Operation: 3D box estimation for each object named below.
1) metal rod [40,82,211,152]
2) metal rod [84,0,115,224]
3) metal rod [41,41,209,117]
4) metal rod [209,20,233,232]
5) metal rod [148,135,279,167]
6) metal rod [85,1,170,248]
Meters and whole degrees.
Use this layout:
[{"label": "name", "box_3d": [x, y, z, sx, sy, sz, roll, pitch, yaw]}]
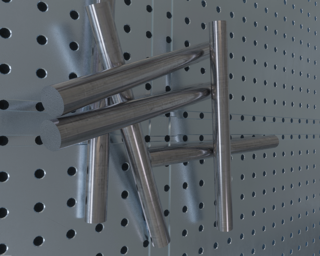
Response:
[{"label": "metal rod", "box_3d": [0.000, -0.027, 0.357, 0.302, 0.025, 0.025, -22, 104, -54]}, {"label": "metal rod", "box_3d": [-0.067, -0.046, 0.351, 0.025, 0.025, 0.298, 3, 88, -40]}, {"label": "metal rod", "box_3d": [-0.003, -0.070, 0.354, 0.302, 0.025, 0.025, -33, 111, -52]}, {"label": "metal rod", "box_3d": [0.088, 0.004, 0.443, 0.025, 0.025, 0.298, -11, 102, -39]}, {"label": "metal rod", "box_3d": [0.097, 0.032, 0.489, 0.302, 0.025, 0.025, -3, 92, -40]}, {"label": "metal rod", "box_3d": [-0.031, 0.013, 0.360, 0.025, 0.025, 0.298, -28, 114, -36]}]
